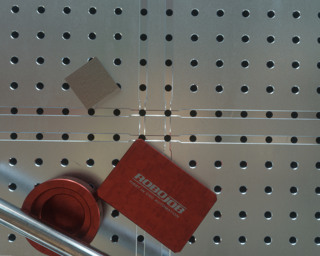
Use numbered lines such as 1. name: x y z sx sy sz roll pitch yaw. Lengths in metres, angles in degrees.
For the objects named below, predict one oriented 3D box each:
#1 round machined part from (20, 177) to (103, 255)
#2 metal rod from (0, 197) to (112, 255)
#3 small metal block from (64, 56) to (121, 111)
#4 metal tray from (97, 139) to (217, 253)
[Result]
1. round machined part: -0.124 0.111 0.403 0.099 0.042 0.097 0 90 -1
2. metal rod: -0.119 0.136 0.369 0.301 0.025 0.025 28 90 -1
3. small metal block: -0.088 -0.058 0.412 0.050 0.025 0.050 -36 90 0
4. metal tray: -0.004 0.086 0.406 0.130 0.030 0.090 37 83 -1
